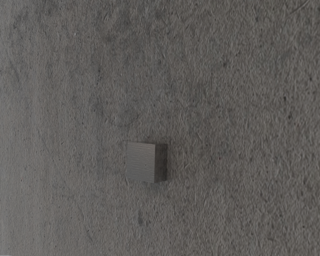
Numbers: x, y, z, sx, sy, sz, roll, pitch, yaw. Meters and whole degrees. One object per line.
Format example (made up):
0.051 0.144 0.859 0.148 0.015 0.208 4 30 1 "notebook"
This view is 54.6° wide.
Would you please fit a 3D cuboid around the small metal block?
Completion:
-0.018 0.045 0.421 0.050 0.025 0.050 3 92 40 "small metal block"
